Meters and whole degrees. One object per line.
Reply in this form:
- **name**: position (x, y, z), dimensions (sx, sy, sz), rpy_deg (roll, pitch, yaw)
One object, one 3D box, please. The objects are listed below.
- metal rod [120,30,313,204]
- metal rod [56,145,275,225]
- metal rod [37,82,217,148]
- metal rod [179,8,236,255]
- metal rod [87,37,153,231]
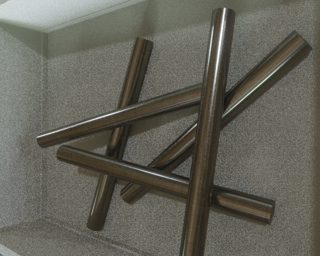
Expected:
- **metal rod**: position (0.045, 0.007, 0.369), dimensions (0.299, 0.025, 0.025), rpy_deg (-45, 63, 30)
- **metal rod**: position (-0.015, 0.061, 0.387), dimensions (0.300, 0.025, 0.025), rpy_deg (11, 97, 29)
- **metal rod**: position (-0.060, -0.012, 0.424), dimensions (0.300, 0.025, 0.025), rpy_deg (-14, 81, 29)
- **metal rod**: position (0.048, 0.025, 0.326), dimensions (0.025, 0.025, 0.298), rpy_deg (7, 88, 40)
- **metal rod**: position (-0.063, 0.017, 0.458), dimensions (0.025, 0.025, 0.298), rpy_deg (27, 107, 37)
